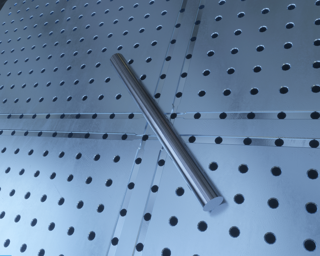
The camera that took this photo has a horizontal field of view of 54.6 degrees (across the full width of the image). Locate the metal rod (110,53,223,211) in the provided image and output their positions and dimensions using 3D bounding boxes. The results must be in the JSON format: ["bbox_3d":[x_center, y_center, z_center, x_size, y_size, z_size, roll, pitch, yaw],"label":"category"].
[{"bbox_3d":[-0.008,-0.016,0.424,0.025,0.025,0.300,-37,51,4],"label":"metal rod"}]
